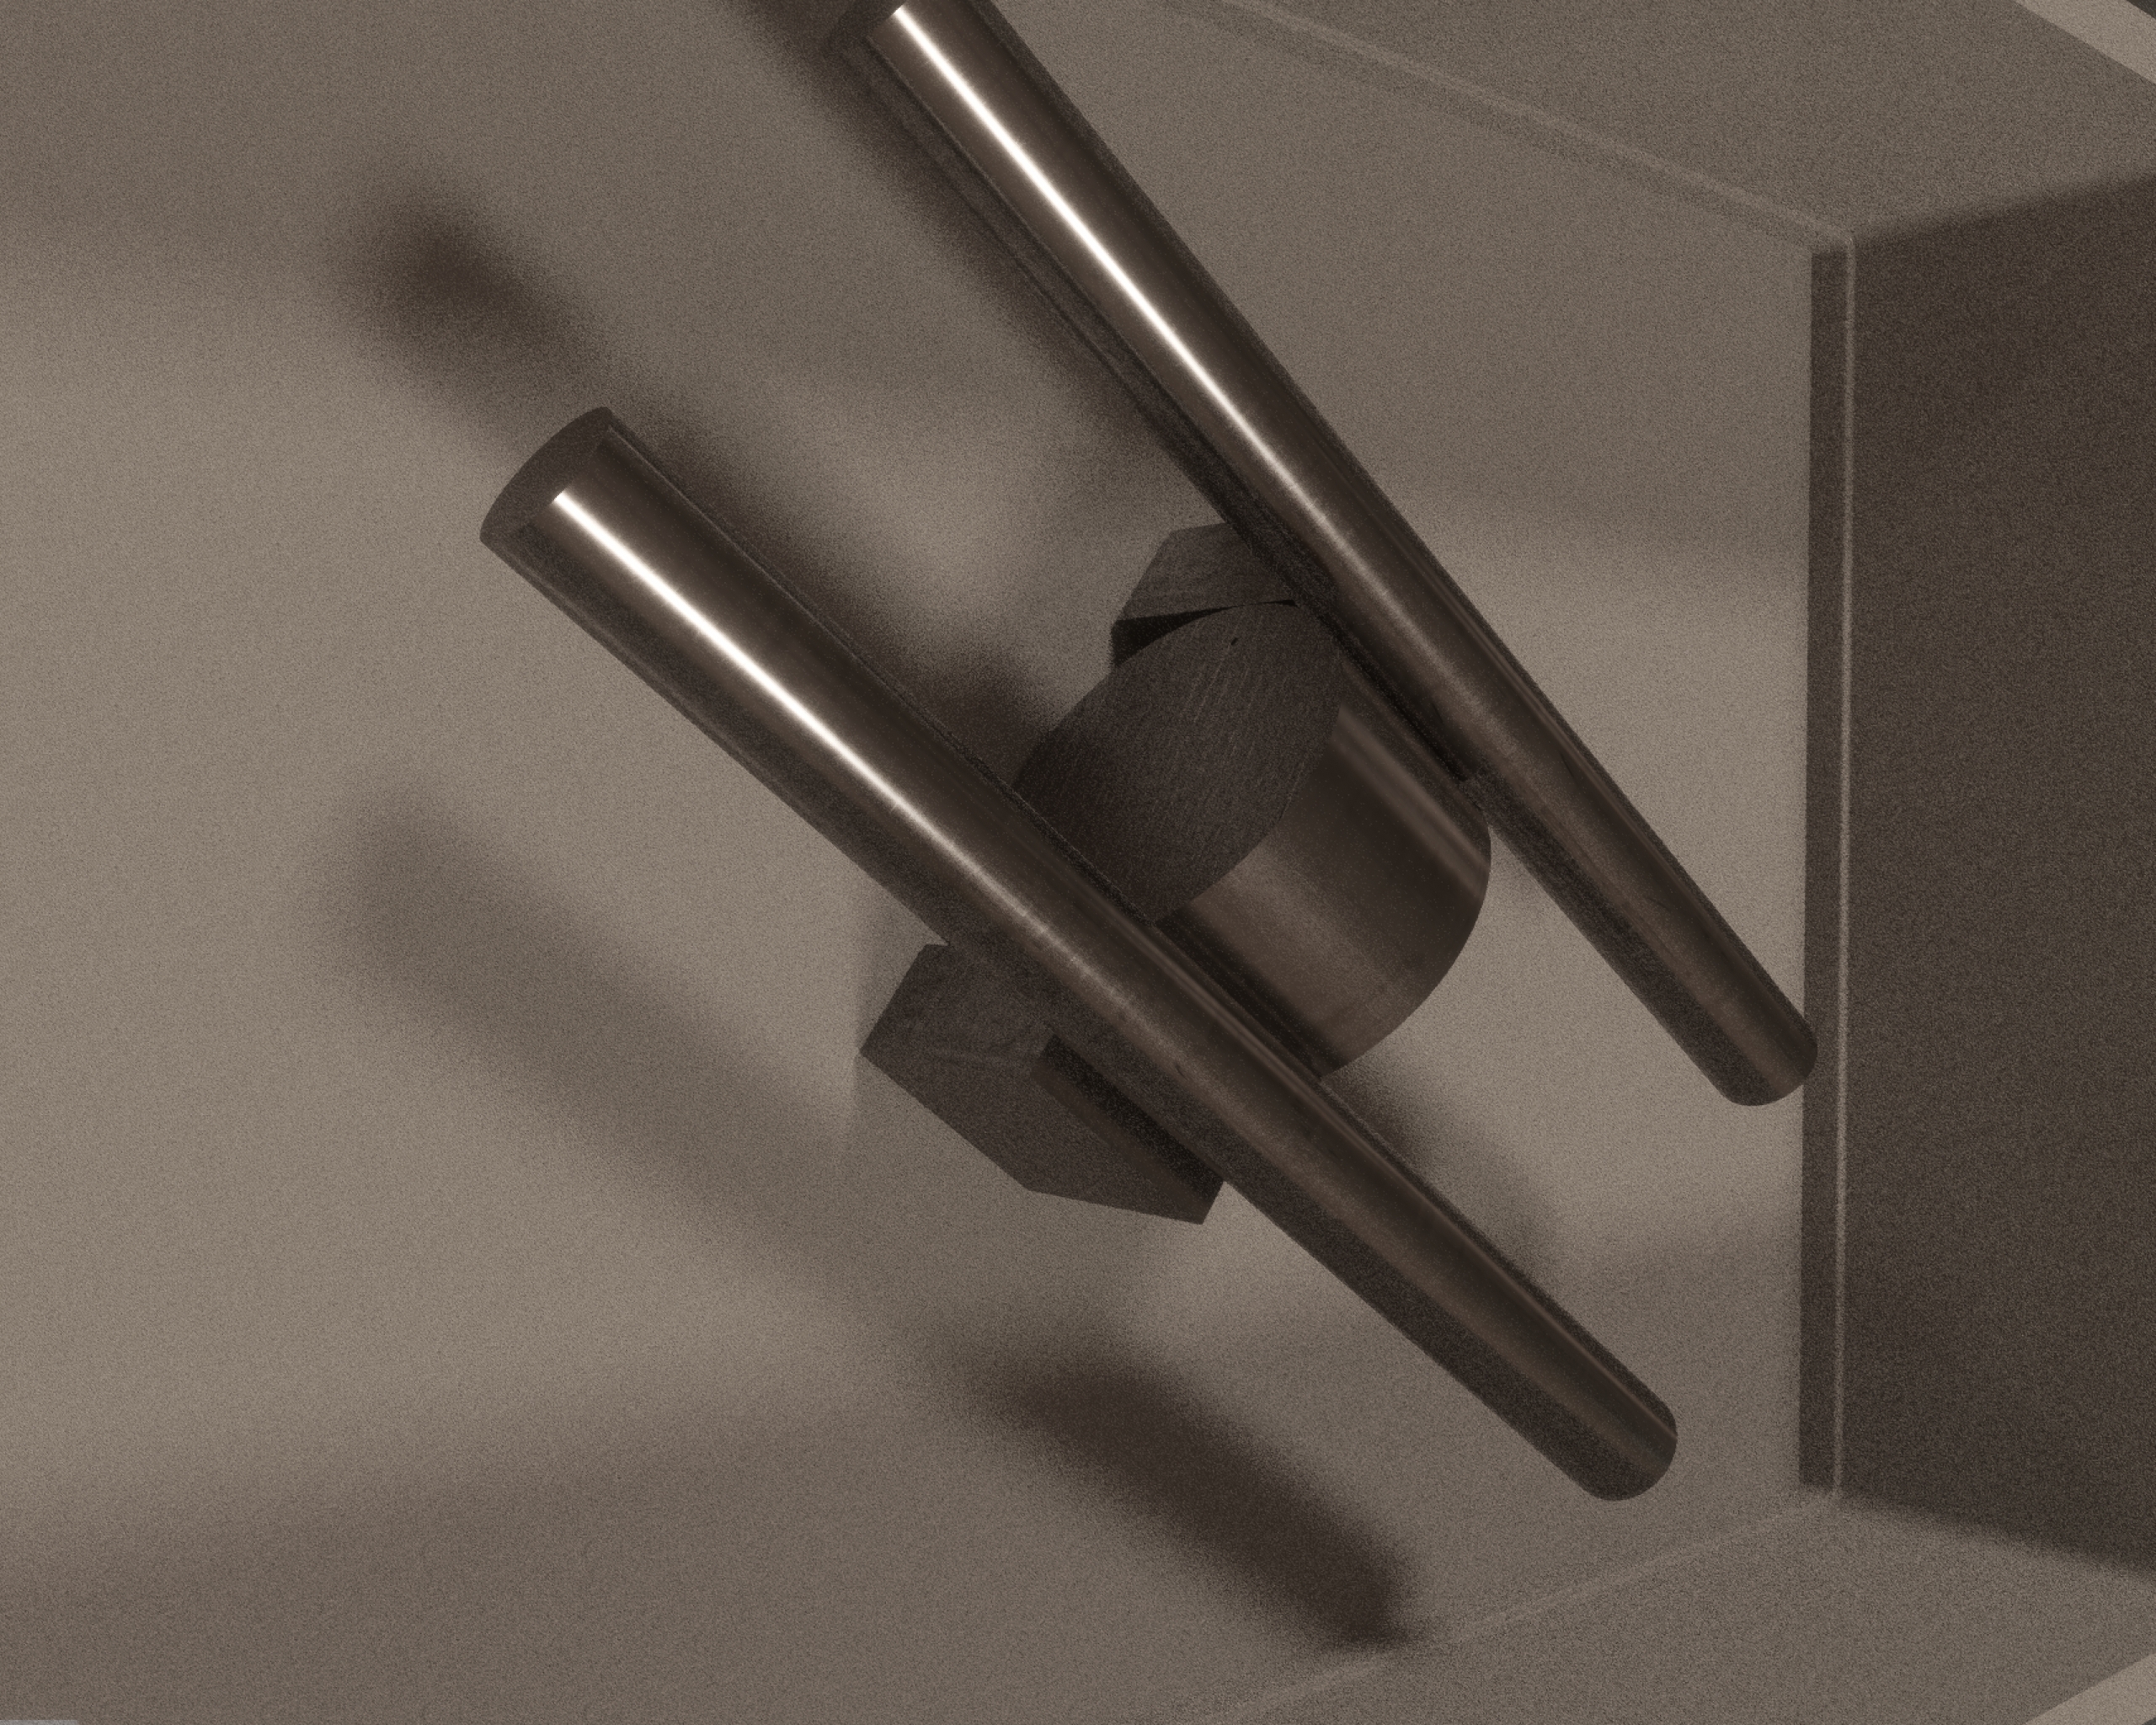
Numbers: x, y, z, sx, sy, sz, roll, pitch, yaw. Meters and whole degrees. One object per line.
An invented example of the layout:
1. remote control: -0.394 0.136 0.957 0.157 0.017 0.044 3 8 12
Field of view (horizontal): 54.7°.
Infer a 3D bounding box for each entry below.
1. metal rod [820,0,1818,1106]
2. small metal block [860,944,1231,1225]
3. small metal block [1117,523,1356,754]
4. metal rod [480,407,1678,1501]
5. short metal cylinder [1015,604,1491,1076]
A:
1. metal rod: 0.063 -0.043 0.395 0.300 0.025 0.025 43 64 -32
2. small metal block: -0.003 0.041 0.387 0.050 0.050 0.025 44 63 -32
3. small metal block: 0.045 -0.045 0.428 0.050 0.050 0.025 44 63 -32
4. metal rod: 0.021 0.035 0.361 0.300 0.025 0.025 43 64 -31
5. short metal cylinder: 0.030 -0.003 0.396 0.050 0.080 0.080 44 63 -32
